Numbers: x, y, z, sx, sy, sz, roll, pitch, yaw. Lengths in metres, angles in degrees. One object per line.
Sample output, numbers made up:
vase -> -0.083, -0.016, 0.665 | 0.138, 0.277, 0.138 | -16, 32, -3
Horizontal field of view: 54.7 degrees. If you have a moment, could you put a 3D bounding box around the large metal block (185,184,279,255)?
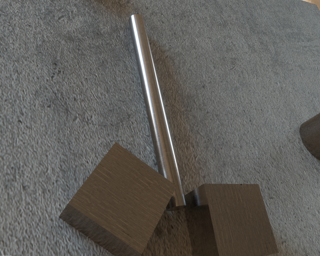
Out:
large metal block -> 0.080, 0.112, 0.364 | 0.081, 0.050, 0.080 | 6, 59, -26

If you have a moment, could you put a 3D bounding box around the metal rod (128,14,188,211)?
metal rod -> -0.009, -0.039, 0.423 | 0.025, 0.025, 0.299 | 2, 61, -28

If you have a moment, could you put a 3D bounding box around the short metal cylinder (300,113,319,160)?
short metal cylinder -> 0.296, 0.012, 0.543 | 0.081, 0.050, 0.080 | 14, 56, -21

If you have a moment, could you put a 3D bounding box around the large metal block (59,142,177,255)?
large metal block -> -0.042, 0.076, 0.320 | 0.080, 0.050, 0.080 | 37, 51, -4
